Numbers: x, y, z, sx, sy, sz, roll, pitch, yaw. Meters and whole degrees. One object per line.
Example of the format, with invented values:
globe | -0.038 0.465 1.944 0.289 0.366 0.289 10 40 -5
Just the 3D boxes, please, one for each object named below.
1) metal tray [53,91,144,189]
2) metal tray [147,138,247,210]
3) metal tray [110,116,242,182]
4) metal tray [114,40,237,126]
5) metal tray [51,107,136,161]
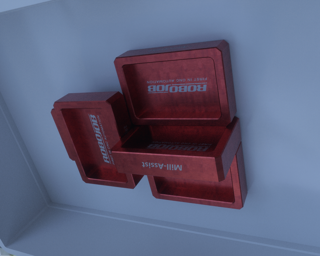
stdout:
metal tray | -0.079 0.017 0.414 0.090 0.030 0.129 1 119 27
metal tray | 0.045 0.057 0.414 0.130 0.030 0.089 1 119 27
metal tray | 0.020 0.019 0.363 0.130 0.090 0.030 1 119 27
metal tray | 0.018 -0.049 0.363 0.130 0.030 0.089 1 119 27
metal tray | -0.087 0.006 0.449 0.130 0.030 0.089 0 119 27
